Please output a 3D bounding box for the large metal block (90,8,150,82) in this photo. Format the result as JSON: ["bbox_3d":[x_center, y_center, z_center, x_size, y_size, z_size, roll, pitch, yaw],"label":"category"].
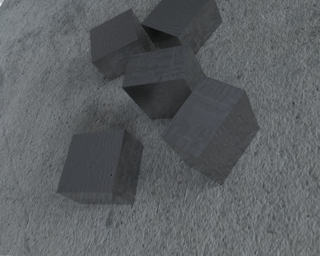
[{"bbox_3d":[-0.065,-0.135,0.505,0.080,0.050,0.080,-23,53,14],"label":"large metal block"}]

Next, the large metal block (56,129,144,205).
[{"bbox_3d":[-0.074,0.051,0.395,0.080,0.050,0.080,-6,59,25],"label":"large metal block"}]

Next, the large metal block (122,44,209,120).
[{"bbox_3d":[0.011,-0.054,0.396,0.080,0.080,0.050,-4,60,26],"label":"large metal block"}]

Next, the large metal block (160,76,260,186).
[{"bbox_3d":[0.058,0.004,0.336,0.050,0.080,0.080,29,78,37],"label":"large metal block"}]

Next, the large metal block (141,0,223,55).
[{"bbox_3d":[0.033,-0.159,0.468,0.080,0.050,0.080,33,80,38],"label":"large metal block"}]
